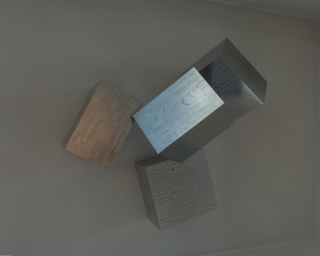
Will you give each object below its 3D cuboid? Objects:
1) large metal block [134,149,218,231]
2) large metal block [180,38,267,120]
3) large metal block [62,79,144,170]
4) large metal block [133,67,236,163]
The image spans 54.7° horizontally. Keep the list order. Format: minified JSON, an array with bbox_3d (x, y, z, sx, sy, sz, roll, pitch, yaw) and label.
[{"bbox_3d":[0.020,0.075,0.405,0.081,0.050,0.080,-15,95,-20],"label":"large metal block"},{"bbox_3d":[0.078,-0.054,0.402,0.080,0.080,0.050,43,43,-15],"label":"large metal block"},{"bbox_3d":[-0.069,-0.004,0.356,0.050,0.080,0.080,29,81,-18],"label":"large metal block"},{"bbox_3d":[0.030,-0.009,0.342,0.080,0.080,0.050,-38,67,8],"label":"large metal block"}]
